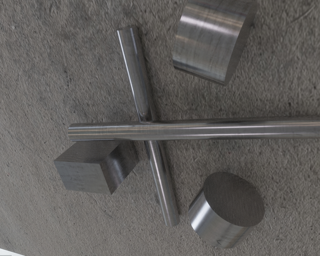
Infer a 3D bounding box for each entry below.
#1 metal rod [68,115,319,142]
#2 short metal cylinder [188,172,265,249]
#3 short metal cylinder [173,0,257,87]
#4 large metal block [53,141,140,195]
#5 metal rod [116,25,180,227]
[{"bbox_3d":[0.024,0.002,0.370,0.301,0.025,0.025,-2,118,20],"label":"metal rod"},{"bbox_3d":[0.083,0.102,0.391,0.080,0.080,0.050,30,128,9],"label":"short metal cylinder"},{"bbox_3d":[0.052,-0.085,0.292,0.050,0.080,0.079,22,127,15],"label":"short metal cylinder"},{"bbox_3d":[-0.089,0.048,0.448,0.080,0.080,0.050,0,118,28],"label":"large metal block"},{"bbox_3d":[-0.010,0.016,0.421,0.025,0.025,0.298,2,120,27],"label":"metal rod"}]
